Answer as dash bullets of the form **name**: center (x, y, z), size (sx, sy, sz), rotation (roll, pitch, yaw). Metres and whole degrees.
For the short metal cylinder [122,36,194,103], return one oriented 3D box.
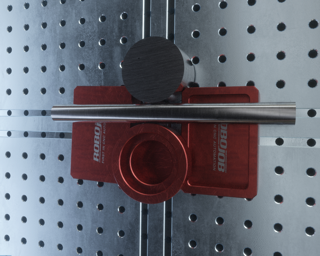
- **short metal cylinder**: center (-0.001, -0.070, 0.395), size (0.080, 0.050, 0.079), rotation (0, 90, 20)

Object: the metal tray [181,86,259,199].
- **metal tray**: center (0.073, 0.016, 0.380), size (0.090, 0.030, 0.129), rotation (1, 90, 19)

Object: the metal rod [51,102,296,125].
- **metal rod**: center (0.000, -0.018, 0.376), size (0.301, 0.025, 0.025), rotation (1, 91, 19)

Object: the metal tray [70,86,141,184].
- **metal tray**: center (-0.076, 0.008, 0.431), size (0.090, 0.030, 0.129), rotation (3, 91, 19)

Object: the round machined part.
- **round machined part**: center (-0.007, 0.043, 0.392), size (0.098, 0.042, 0.097), rotation (0, 90, 19)
